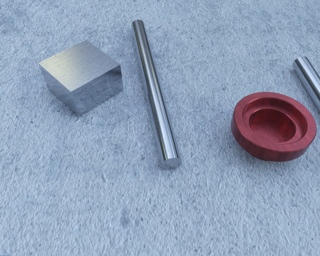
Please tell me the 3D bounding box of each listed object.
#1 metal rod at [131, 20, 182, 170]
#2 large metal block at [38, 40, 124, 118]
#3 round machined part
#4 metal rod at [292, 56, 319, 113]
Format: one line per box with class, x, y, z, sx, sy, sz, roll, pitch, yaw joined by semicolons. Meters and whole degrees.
metal rod;-0.013;-0.070;0.462;0.025;0.025;0.300;-8;50;-7
large metal block;-0.112;-0.073;0.447;0.080;0.050;0.080;-36;59;-27
round machined part;0.139;0.003;0.392;0.099;0.042;0.098;0;50;0
metal rod;0.239;0.010;0.397;0.025;0.025;0.300;-4;50;-4
